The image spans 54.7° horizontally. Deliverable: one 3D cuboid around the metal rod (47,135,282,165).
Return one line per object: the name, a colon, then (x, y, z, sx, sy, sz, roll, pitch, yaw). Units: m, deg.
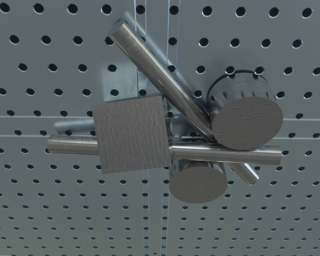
metal rod: (0.002, 0.029, 0.409, 0.302, 0.025, 0.025, 3, 131, 5)

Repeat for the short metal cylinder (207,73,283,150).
short metal cylinder: (0.100, -0.020, 0.375, 0.081, 0.050, 0.079, 0, 130, 0)

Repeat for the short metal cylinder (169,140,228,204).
short metal cylinder: (0.053, 0.064, 0.445, 0.081, 0.050, 0.079, 0, 130, 0)

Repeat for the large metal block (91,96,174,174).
large metal block: (-0.030, 0.006, 0.372, 0.080, 0.050, 0.079, -7, 95, 6)

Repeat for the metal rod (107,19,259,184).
metal rod: (0.047, -0.014, 0.396, 0.025, 0.025, 0.300, -31, 124, 23)
